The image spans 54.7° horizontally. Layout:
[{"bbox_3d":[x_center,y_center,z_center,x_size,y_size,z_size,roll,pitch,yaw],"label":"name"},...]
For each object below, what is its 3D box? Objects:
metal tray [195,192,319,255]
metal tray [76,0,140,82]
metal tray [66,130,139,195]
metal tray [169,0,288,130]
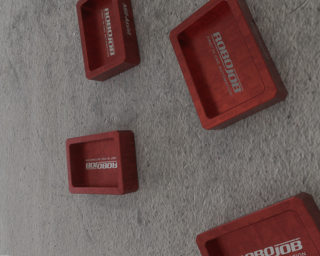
[{"bbox_3d":[0.108,0.131,0.312,0.130,0.030,0.090,-36,68,34],"label":"metal tray"},{"bbox_3d":[-0.081,-0.146,0.468,0.090,0.030,0.129,-16,80,39],"label":"metal tray"},{"bbox_3d":[-0.093,0.055,0.478,0.130,0.030,0.089,-9,84,39],"label":"metal tray"},{"bbox_3d":[0.070,-0.073,0.343,0.090,0.030,0.129,-29,72,36],"label":"metal tray"}]
